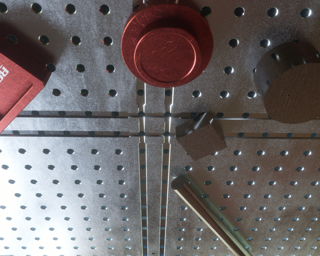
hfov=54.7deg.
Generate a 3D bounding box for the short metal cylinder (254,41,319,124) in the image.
[{"bbox_3d":[0.154,-0.051,0.354,0.081,0.050,0.079,0,130,0],"label":"short metal cylinder"}]

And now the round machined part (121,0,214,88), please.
[{"bbox_3d":[0.008,-0.083,0.330,0.099,0.042,0.097,-1,130,0],"label":"round machined part"}]

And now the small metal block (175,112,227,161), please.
[{"bbox_3d":[0.056,0.013,0.424,0.050,0.025,0.050,-26,126,20],"label":"small metal block"}]

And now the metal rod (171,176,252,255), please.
[{"bbox_3d":[0.107,0.183,0.568,0.025,0.025,0.300,-26,126,20],"label":"metal rod"}]

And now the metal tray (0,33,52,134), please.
[{"bbox_3d":[-0.204,-0.048,0.364,0.130,0.030,0.090,-37,122,26],"label":"metal tray"}]
